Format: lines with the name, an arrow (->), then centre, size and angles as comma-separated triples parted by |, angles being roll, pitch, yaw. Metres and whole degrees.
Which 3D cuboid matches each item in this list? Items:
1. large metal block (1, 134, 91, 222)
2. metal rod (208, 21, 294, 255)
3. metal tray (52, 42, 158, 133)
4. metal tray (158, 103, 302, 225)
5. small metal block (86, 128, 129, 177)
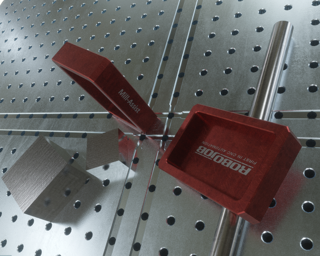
large metal block -> -0.159, 0.069, 0.431 | 0.080, 0.050, 0.080 | 34, 81, 38
metal rod -> 0.109, 0.000, 0.350 | 0.025, 0.025, 0.300 | 8, 66, 31
metal tray -> -0.068, -0.050, 0.406 | 0.090, 0.130, 0.030 | 29, 78, 37
metal tray -> 0.065, 0.029, 0.325 | 0.130, 0.030, 0.090 | 22, 77, 52
small metal block -> -0.072, 0.034, 0.424 | 0.050, 0.025, 0.050 | -18, 55, 17
